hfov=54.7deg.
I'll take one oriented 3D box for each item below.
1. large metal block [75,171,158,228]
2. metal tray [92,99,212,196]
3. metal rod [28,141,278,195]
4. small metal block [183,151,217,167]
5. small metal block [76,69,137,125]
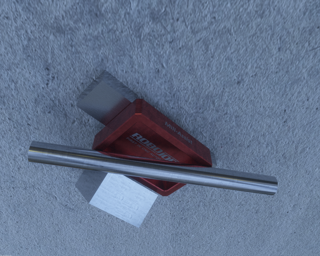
[{"bbox_3d":[-0.063,0.087,0.435,0.080,0.080,0.050,36,80,-27],"label":"large metal block"},{"bbox_3d":[-0.008,0.031,0.398,0.130,0.030,0.090,36,121,-27],"label":"metal tray"},{"bbox_3d":[-0.001,0.051,0.380,0.302,0.025,0.025,9,130,-9],"label":"metal rod"},{"bbox_3d":[0.046,0.049,0.451,0.050,0.025,0.050,31,123,-24],"label":"small metal block"},{"bbox_3d":[-0.064,-0.034,0.378,0.050,0.025,0.050,-38,121,27],"label":"small metal block"}]
